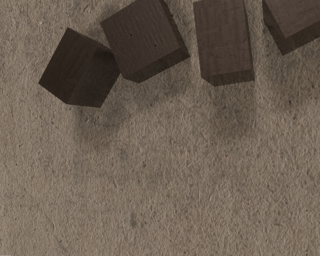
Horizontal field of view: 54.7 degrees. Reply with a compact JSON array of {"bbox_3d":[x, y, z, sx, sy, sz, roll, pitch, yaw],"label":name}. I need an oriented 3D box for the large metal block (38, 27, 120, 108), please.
[{"bbox_3d":[-0.099,-0.076,0.414,0.050,0.080,0.080,35,101,16],"label":"large metal block"}]

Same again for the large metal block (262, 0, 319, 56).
[{"bbox_3d":[0.157,-0.125,0.324,0.080,0.080,0.050,-27,81,18],"label":"large metal block"}]

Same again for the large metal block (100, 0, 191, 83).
[{"bbox_3d":[-0.018,-0.114,0.401,0.080,0.050,0.080,-25,82,18],"label":"large metal block"}]

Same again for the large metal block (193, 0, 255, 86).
[{"bbox_3d":[0.076,-0.095,0.353,0.050,0.080,0.080,-7,88,19],"label":"large metal block"}]
